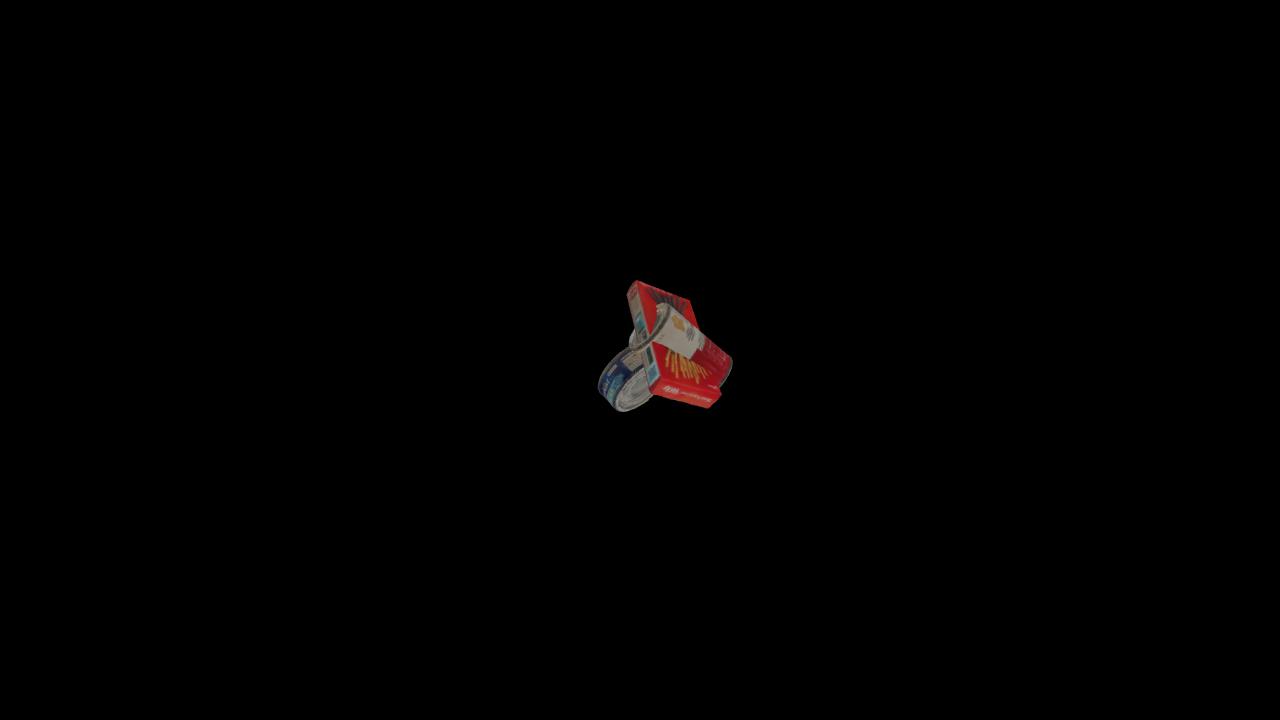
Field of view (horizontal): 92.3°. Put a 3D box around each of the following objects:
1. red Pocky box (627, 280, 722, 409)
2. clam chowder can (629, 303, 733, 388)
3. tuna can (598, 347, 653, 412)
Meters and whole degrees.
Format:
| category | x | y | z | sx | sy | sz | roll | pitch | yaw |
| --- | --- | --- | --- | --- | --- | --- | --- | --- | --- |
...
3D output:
| category | x | y | z | sx | sy | sz | roll | pitch | yaw |
| --- | --- | --- | --- | --- | --- | --- | --- | --- | --- |
| red Pocky box | 0.036 | -0.020 | 0.692 | 0.083 | 0.155 | 0.028 | 17 | -49 | -31 |
| clam chowder can | 0.045 | -0.009 | 0.694 | 0.102 | 0.068 | 0.068 | 39 | -15 | -19 |
| tuna can | -0.007 | 0.022 | 0.725 | 0.034 | 0.084 | 0.084 | 46 | 25 | 26 |
